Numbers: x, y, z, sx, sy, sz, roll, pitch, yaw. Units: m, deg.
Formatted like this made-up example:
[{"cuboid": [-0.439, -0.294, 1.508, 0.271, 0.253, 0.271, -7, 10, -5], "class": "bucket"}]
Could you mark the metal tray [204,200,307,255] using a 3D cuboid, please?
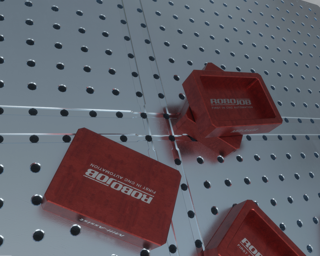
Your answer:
[{"cuboid": [0.126, 0.164, 0.371, 0.130, 0.030, 0.090, 46, 51, 4], "class": "metal tray"}]

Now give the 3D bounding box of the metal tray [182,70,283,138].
[{"cuboid": [0.104, -0.036, 0.442, 0.131, 0.030, 0.090, -3, 63, -30], "class": "metal tray"}]

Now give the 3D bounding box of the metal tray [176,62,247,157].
[{"cuboid": [0.087, -0.031, 0.470, 0.090, 0.030, 0.130, 32, 52, -8], "class": "metal tray"}]

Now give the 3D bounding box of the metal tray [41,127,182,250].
[{"cuboid": [-0.047, 0.066, 0.339, 0.131, 0.030, 0.090, 26, 53, -12], "class": "metal tray"}]
